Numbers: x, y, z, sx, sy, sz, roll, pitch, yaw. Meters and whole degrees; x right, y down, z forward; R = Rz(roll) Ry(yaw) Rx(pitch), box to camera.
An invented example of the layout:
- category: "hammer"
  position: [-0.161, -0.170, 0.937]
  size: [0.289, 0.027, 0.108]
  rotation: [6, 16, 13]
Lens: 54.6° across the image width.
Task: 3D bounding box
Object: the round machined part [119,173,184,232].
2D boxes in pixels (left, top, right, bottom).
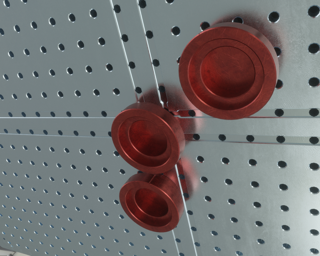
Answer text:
- category: "round machined part"
  position: [-0.009, 0.107, 0.472]
  size: [0.098, 0.042, 0.097]
  rotation: [13, 124, 21]

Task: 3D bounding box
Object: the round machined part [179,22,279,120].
- category: "round machined part"
  position: [0.073, -0.061, 0.324]
  size: [0.098, 0.042, 0.097]
  rotation: [13, 124, 21]

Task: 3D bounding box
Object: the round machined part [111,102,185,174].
- category: "round machined part"
  position: [-0.012, 0.010, 0.413]
  size: [0.098, 0.042, 0.097]
  rotation: [13, 124, 21]
